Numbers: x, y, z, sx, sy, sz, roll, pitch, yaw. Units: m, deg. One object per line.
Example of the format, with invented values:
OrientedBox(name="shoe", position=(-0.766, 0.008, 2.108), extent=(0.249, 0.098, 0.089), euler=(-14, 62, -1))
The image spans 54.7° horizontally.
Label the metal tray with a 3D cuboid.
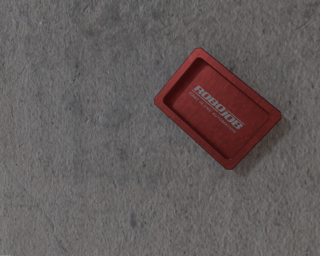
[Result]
OrientedBox(name="metal tray", position=(0.068, -0.024, 0.381), extent=(0.130, 0.030, 0.090), euler=(43, 103, 14))
